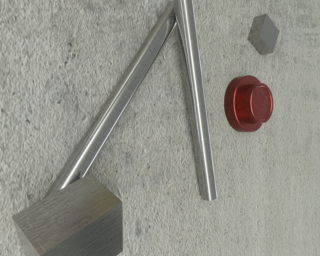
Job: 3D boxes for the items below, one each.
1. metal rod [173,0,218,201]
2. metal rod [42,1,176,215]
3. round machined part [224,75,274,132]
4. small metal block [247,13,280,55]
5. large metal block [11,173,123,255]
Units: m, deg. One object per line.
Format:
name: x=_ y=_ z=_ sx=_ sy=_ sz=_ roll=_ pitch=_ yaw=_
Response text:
metal rod: x=0.051 y=-0.037 z=0.430 sx=0.025 sy=0.025 sz=0.298 roll=-22 pitch=110 yaw=-38
metal rod: x=-0.044 y=-0.040 z=0.369 sx=0.025 sy=0.025 sz=0.300 roll=43 pitch=64 yaw=-32
round machined part: x=0.157 y=-0.041 z=0.528 sx=0.099 sy=0.042 sz=0.097 roll=0 pitch=90 yaw=-40
small metal block: x=0.190 y=-0.170 z=0.567 sx=0.050 sy=0.025 sz=0.050 roll=34 pitch=69 yaw=-35
large metal block: x=-0.083 y=0.104 z=0.299 sx=0.081 sy=0.050 sz=0.079 roll=-28 pitch=137 yaw=-37
